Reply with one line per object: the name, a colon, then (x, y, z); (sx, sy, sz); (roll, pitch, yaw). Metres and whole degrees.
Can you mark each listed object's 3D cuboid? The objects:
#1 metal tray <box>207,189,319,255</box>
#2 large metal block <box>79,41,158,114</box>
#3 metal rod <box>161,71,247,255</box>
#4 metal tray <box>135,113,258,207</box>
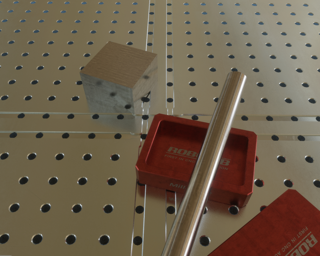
metal tray: (0.117, 0.129, 0.297); (0.131, 0.030, 0.090); (-29, 56, -23)
large metal block: (-0.057, -0.076, 0.454); (0.080, 0.050, 0.080); (19, 52, 15)
metal rod: (0.040, 0.061, 0.318); (0.025, 0.025, 0.300); (17, 63, 14)
metal tray: (0.046, 0.035, 0.374); (0.131, 0.030, 0.090); (12, 51, 9)
